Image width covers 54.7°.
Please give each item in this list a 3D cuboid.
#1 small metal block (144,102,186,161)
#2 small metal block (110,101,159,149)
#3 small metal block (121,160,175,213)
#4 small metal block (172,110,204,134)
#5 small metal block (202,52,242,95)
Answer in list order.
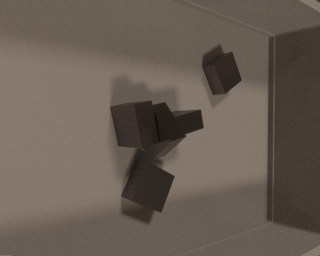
[{"bbox_3d":[-0.003,0.005,0.377,0.025,0.050,0.050,-16,69,-41],"label":"small metal block"},{"bbox_3d":[-0.031,-0.004,0.366,0.025,0.050,0.050,-17,101,-39],"label":"small metal block"},{"bbox_3d":[-0.014,0.074,0.397,0.050,0.025,0.050,34,69,-35],"label":"small metal block"},{"bbox_3d":[0.021,-0.007,0.410,0.050,0.050,0.025,-17,101,-39],"label":"small metal block"},{"bbox_3d":[0.099,-0.087,0.493,0.050,0.025,0.050,-38,114,-34],"label":"small metal block"}]
